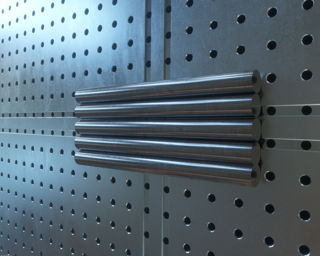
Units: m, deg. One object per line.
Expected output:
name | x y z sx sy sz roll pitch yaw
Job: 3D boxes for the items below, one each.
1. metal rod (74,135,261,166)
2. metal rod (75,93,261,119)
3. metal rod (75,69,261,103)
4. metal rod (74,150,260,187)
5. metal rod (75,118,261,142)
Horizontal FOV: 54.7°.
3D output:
metal rod | -0.015 0.025 0.420 0.300 0.025 0.025 1 91 39
metal rod | -0.015 -0.025 0.420 0.300 0.025 0.025 1 91 39
metal rod | -0.015 -0.051 0.419 0.300 0.025 0.025 1 91 39
metal rod | -0.016 0.049 0.420 0.300 0.025 0.025 0 90 39
metal rod | -0.015 0.000 0.419 0.300 0.025 0.025 1 91 39
